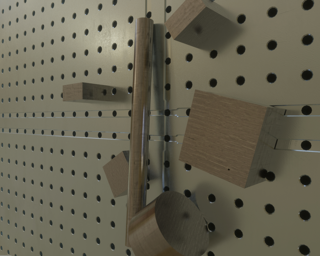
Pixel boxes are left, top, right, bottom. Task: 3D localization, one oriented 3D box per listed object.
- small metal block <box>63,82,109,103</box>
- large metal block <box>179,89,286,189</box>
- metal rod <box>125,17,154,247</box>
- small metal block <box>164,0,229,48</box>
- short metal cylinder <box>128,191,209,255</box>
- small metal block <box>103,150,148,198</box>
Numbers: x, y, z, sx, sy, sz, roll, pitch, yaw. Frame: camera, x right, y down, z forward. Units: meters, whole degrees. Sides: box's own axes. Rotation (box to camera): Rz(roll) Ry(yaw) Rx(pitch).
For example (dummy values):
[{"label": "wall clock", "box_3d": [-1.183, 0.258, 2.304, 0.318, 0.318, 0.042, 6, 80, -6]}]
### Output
[{"label": "small metal block", "box_3d": [-0.116, -0.054, 0.486, 0.050, 0.050, 0.025, -1, 90, 39]}, {"label": "large metal block", "box_3d": [0.075, 0.008, 0.330, 0.080, 0.050, 0.079, 20, 103, 38]}, {"label": "metal rod", "box_3d": [-0.027, 0.002, 0.412, 0.025, 0.025, 0.298, -2, 83, 39]}, {"label": "small metal block", "box_3d": [0.042, -0.123, 0.357, 0.050, 0.050, 0.025, -40, 66, 32]}, {"label": "short metal cylinder", "box_3d": [0.011, 0.121, 0.363, 0.050, 0.081, 0.080, -45, 64, 31]}, {"label": "small metal block", "box_3d": [-0.051, 0.066, 0.449, 0.050, 0.025, 0.050, -38, 67, 33]}]
